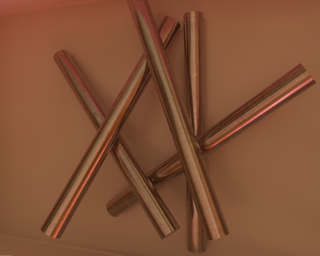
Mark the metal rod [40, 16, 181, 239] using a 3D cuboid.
[{"bbox_3d":[-0.055,-0.009,0.381,0.025,0.025,0.299,25,80,18],"label":"metal rod"}]

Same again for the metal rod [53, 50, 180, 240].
[{"bbox_3d":[-0.067,0.006,0.407,0.025,0.025,0.299,-41,67,15],"label":"metal rod"}]

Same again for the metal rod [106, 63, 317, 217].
[{"bbox_3d":[0.039,0.030,0.367,0.299,0.025,0.025,-39,78,27],"label":"metal rod"}]

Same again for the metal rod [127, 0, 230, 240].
[{"bbox_3d":[0.015,-0.027,0.354,0.025,0.025,0.299,-23,76,18],"label":"metal rod"}]

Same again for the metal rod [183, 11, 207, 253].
[{"bbox_3d":[0.045,0.005,0.394,0.025,0.025,0.298,-1,90,20],"label":"metal rod"}]
